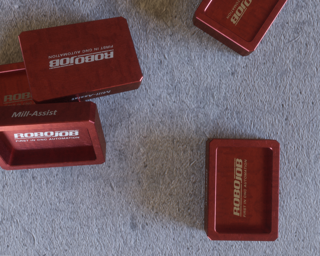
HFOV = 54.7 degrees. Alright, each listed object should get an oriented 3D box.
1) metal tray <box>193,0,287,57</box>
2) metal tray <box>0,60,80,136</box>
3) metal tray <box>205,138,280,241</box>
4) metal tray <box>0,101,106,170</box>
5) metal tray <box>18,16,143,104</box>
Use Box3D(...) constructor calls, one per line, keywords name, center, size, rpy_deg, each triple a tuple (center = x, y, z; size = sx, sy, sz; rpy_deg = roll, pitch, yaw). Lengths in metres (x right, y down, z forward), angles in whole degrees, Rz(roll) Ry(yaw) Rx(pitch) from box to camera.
Box3D(name="metal tray", center=(0.115, -0.173, 0.407), size=(0.090, 0.030, 0.130), rpy_deg=(33, 90, 0))
Box3D(name="metal tray", center=(-0.168, -0.040, 0.405), size=(0.131, 0.030, 0.089), rpy_deg=(-9, 90, 0))
Box3D(name="metal tray", center=(0.106, 0.079, 0.408), size=(0.091, 0.030, 0.129), rpy_deg=(1, 90, 0))
Box3D(name="metal tray", center=(-0.137, 0.012, 0.374), size=(0.131, 0.090, 0.030), rpy_deg=(-4, 52, -3))
Box3D(name="metal tray", center=(-0.096, -0.082, 0.385), size=(0.131, 0.030, 0.090), rpy_deg=(-14, 81, -13))
